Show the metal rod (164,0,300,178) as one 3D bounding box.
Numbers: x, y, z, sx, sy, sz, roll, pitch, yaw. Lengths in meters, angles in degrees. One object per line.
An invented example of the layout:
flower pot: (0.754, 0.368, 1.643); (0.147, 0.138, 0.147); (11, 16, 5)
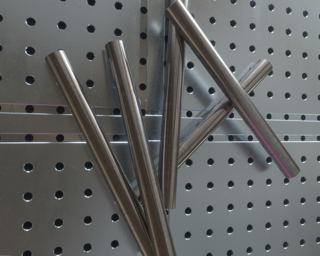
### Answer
metal rod: (0.107, -0.042, 0.425); (0.025, 0.025, 0.300); (-45, 108, -15)

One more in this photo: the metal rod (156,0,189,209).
metal rod: (0.018, -0.049, 0.404); (0.025, 0.025, 0.298); (7, 82, -20)

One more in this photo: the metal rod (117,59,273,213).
metal rod: (0.058, 0.006, 0.435); (0.301, 0.025, 0.025); (-45, 104, -15)

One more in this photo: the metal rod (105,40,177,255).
metal rod: (-0.021, 0.038, 0.371); (0.025, 0.025, 0.299); (-11, 81, -20)

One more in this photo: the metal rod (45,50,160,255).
metal rod: (-0.059, 0.048, 0.372); (0.025, 0.025, 0.299); (-27, 92, -18)
